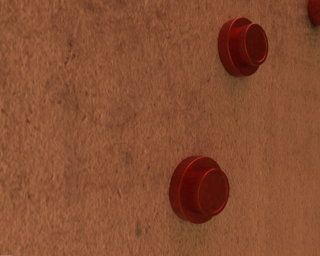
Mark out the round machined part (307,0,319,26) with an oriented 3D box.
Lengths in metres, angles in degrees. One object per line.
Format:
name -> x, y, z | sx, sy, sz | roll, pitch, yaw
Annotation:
round machined part -> 0.376, -0.275, 0.713 | 0.099, 0.042, 0.097 | 0, 90, -40

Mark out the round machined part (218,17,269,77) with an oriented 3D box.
round machined part -> 0.144, -0.136, 0.517 | 0.099, 0.042, 0.097 | 0, 90, -40

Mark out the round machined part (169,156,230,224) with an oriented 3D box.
round machined part -> 0.064, 0.090, 0.450 | 0.099, 0.042, 0.097 | 0, 90, -40
